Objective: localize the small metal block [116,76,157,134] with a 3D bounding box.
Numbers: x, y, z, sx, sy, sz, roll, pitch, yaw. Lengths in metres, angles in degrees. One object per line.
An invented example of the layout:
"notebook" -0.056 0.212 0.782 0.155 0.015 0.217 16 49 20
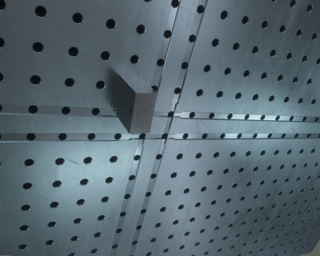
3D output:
"small metal block" -0.029 -0.027 0.362 0.025 0.050 0.050 -3 120 -27
